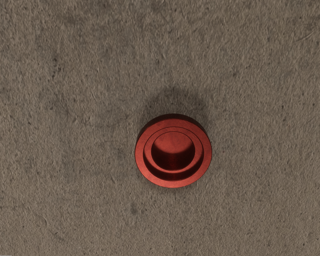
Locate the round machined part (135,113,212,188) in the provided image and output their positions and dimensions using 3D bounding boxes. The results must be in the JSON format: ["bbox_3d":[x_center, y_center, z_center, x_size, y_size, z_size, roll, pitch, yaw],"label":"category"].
[{"bbox_3d":[0.017,0.027,0.411,0.099,0.042,0.097,0,110,-1],"label":"round machined part"}]
